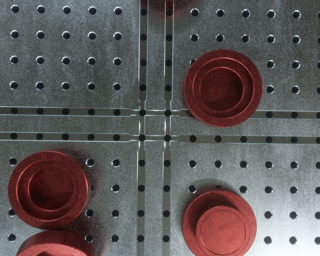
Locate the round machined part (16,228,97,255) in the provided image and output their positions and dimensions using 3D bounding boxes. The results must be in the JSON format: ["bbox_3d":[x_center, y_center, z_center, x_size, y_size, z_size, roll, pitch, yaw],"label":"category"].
[{"bbox_3d":[-0.129,0.166,0.392,0.099,0.042,0.097,-2,115,-3],"label":"round machined part"}]

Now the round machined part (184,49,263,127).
[{"bbox_3d":[0.079,-0.050,0.406,0.099,0.042,0.097,0,90,-1],"label":"round machined part"}]

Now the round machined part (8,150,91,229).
[{"bbox_3d":[-0.138,0.077,0.403,0.099,0.042,0.097,0,89,-1],"label":"round machined part"}]

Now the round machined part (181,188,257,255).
[{"bbox_3d":[0.078,0.131,0.406,0.099,0.042,0.097,0,90,-1],"label":"round machined part"}]
